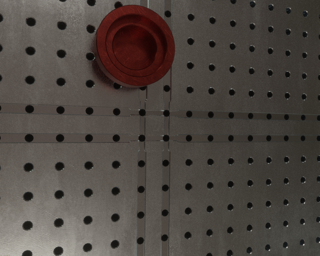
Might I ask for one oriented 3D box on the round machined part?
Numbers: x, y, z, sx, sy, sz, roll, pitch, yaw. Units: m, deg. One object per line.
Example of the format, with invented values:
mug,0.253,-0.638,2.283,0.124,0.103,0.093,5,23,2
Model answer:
round machined part,-0.034,-0.100,0.392,0.099,0.042,0.097,0,90,-21
